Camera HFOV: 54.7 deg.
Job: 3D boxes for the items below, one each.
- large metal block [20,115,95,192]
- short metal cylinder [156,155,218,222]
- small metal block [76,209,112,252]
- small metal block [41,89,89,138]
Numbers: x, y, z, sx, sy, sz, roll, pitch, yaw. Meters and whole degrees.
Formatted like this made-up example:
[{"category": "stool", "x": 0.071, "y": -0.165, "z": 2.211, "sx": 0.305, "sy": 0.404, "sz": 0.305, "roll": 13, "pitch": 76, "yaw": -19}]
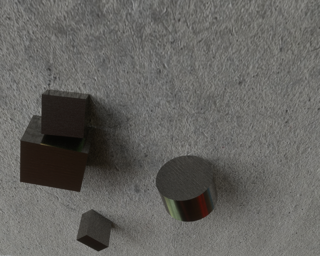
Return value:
[{"category": "large metal block", "x": -0.139, "y": 0.036, "z": 0.420, "sx": 0.081, "sy": 0.050, "sz": 0.079, "roll": 13, "pitch": 129, "yaw": -11}, {"category": "short metal cylinder", "x": 0.039, "y": 0.086, "z": 0.445, "sx": 0.080, "sy": 0.080, "sz": 0.050, "roll": -11, "pitch": 129, "yaw": 9}, {"category": "small metal block", "x": -0.114, "y": 0.179, "z": 0.542, "sx": 0.025, "sy": 0.050, "sz": 0.050, "roll": -32, "pitch": 123, "yaw": 24}, {"category": "small metal block", "x": -0.116, "y": -0.018, "z": 0.381, "sx": 0.050, "sy": 0.025, "sz": 0.050, "roll": 6, "pitch": 109, "yaw": -6}]
